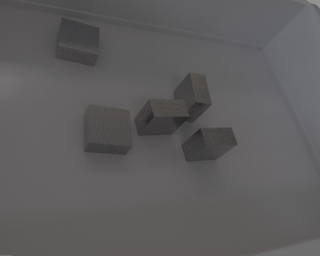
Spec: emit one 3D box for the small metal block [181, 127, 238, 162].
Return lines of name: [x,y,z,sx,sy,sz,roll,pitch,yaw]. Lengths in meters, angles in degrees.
small metal block: [0.065,0.022,0.411,0.050,0.050,0.025,-1,62,-29]

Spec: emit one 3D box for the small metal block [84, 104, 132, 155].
small metal block: [-0.063,0.003,0.370,0.050,0.025,0.050,7,59,-25]

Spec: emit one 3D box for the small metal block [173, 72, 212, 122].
small metal block: [0.045,-0.043,0.440,0.025,0.050,0.050,7,59,-25]

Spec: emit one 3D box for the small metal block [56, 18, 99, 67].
small metal block: [-0.110,-0.115,0.416,0.050,0.025,0.050,9,58,-24]

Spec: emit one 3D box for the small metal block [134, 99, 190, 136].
small metal block: [0.002,-0.013,0.398,0.050,0.050,0.025,-1,63,-29]
